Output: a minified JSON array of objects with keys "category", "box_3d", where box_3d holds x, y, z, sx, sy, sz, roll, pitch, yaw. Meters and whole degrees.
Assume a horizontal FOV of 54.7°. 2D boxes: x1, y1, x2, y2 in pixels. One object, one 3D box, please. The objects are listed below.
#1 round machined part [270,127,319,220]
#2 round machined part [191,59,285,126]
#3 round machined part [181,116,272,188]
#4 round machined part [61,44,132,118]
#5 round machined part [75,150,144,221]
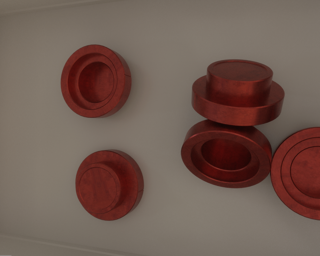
[{"category":"round machined part","box_3d":[0.173,0.047,0.341,0.098,0.042,0.097,0,90,19]},{"category":"round machined part","box_3d":[0.084,-0.045,0.338,0.098,0.098,0.042,11,123,19]},{"category":"round machined part","box_3d":[0.077,0.023,0.356,0.098,0.042,0.097,12,138,12]},{"category":"round machined part","box_3d":[-0.084,-0.062,0.430,0.098,0.042,0.097,0,90,19]},{"category":"round machined part","box_3d":[-0.075,0.080,0.427,0.098,0.042,0.097,0,90,19]}]
